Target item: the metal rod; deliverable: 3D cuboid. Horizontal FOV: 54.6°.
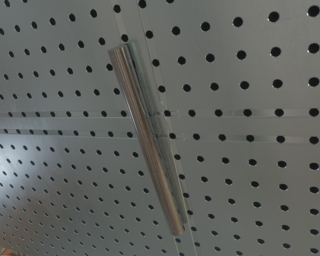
[{"bbox_3d":[-0.012,0.033,0.438,0.025,0.025,0.299,-3,117,29],"label":"metal rod"}]
